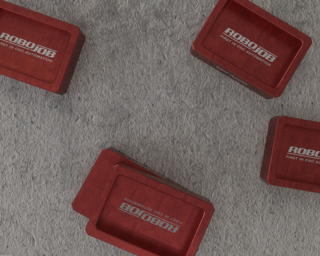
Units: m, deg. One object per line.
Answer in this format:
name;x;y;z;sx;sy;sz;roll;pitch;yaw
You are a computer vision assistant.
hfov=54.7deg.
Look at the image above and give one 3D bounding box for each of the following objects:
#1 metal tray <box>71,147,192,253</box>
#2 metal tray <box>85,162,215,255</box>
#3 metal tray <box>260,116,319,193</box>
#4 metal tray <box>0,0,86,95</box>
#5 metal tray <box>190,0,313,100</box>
metal tray;-0.036;0.094;0.407;0.130;0.030;0.090;29;90;0
metal tray;-0.011;0.107;0.376;0.131;0.030;0.090;23;90;0
metal tray;0.207;0.039;0.408;0.131;0.030;0.089;10;90;0
metal tray;-0.176;-0.106;0.405;0.131;0.030;0.090;19;90;0
metal tray;0.117;-0.108;0.408;0.130;0.030;0.090;31;90;0
